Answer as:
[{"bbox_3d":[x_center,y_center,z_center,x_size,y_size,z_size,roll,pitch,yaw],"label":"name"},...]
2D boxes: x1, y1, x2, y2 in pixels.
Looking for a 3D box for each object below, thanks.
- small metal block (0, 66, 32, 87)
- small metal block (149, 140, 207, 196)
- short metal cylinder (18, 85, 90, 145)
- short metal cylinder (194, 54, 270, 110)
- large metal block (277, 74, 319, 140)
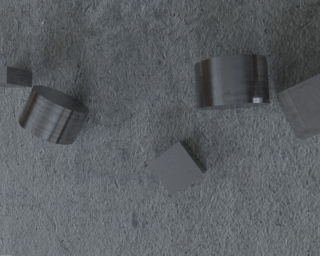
[{"bbox_3d":[-0.236,-0.078,0.479,0.050,0.050,0.025,2,91,20],"label":"small metal block"},{"bbox_3d":[0.024,0.051,0.401,0.050,0.025,0.050,-39,78,15],"label":"small metal block"},{"bbox_3d":[-0.147,-0.019,0.431,0.080,0.080,0.050,32,101,17],"label":"short metal cylinder"},{"bbox_3d":[0.081,-0.049,0.351,0.080,0.080,0.050,-4,89,20],"label":"short metal cylinder"},{"bbox_3d":[0.172,-0.028,0.319,0.080,0.080,0.050,-27,81,18],"label":"large metal block"}]
